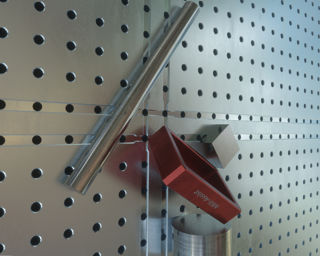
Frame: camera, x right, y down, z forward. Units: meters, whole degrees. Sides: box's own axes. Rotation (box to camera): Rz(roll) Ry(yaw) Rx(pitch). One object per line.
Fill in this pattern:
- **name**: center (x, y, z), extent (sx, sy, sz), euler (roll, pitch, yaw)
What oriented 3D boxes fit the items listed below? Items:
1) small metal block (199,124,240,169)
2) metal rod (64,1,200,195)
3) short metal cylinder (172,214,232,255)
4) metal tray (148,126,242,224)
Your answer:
- **small metal block**: center (0.096, 0.029, 0.492), extent (0.050, 0.025, 0.050), euler (-42, 116, -32)
- **metal rod**: center (-0.023, -0.054, 0.391), extent (0.025, 0.025, 0.300), euler (45, 63, -31)
- **short metal cylinder**: center (0.056, 0.155, 0.422), extent (0.081, 0.080, 0.050), euler (-3, 94, -40)
- **metal tray**: center (0.046, 0.062, 0.408), extent (0.030, 0.090, 0.130), euler (-42, 124, 13)
